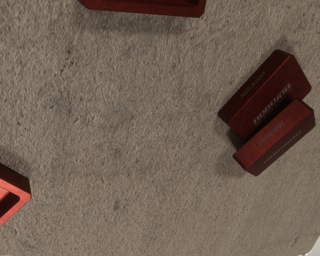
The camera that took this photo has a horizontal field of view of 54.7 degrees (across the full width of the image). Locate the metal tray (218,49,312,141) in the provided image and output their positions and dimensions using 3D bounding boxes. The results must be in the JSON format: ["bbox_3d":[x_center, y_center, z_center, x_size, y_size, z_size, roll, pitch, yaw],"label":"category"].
[{"bbox_3d":[0.160,-0.041,0.468,0.130,0.030,0.090,-48,129,5],"label":"metal tray"}]

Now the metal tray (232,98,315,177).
[{"bbox_3d":[0.183,0.019,0.491,0.130,0.030,0.090,-44,150,10],"label":"metal tray"}]

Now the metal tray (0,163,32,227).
[{"bbox_3d":[-0.222,0.089,0.337,0.130,0.030,0.090,-42,130,1],"label":"metal tray"}]

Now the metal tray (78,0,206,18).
[{"bbox_3d":[-0.011,-0.160,0.299,0.131,0.030,0.089,-6,121,-26],"label":"metal tray"}]
